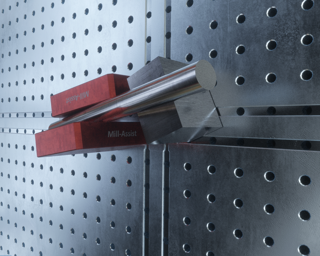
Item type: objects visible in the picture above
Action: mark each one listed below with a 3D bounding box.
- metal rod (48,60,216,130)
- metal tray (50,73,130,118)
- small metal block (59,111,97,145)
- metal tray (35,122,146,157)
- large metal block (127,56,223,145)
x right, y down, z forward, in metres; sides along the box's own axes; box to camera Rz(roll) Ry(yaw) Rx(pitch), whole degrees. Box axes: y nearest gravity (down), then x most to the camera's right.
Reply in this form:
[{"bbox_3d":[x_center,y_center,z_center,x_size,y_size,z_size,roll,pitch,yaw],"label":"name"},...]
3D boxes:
[{"bbox_3d":[-0.060,-0.020,0.359,0.299,0.025,0.025,-13,82,48],"label":"metal rod"},{"bbox_3d":[-0.076,-0.039,0.426,0.130,0.091,0.030,-11,84,39],"label":"metal tray"},{"bbox_3d":[-0.132,0.000,0.498,0.025,0.050,0.050,-11,83,39],"label":"small metal block"},{"bbox_3d":[-0.080,0.014,0.404,0.090,0.131,0.030,-12,83,39],"label":"metal tray"},{"bbox_3d":[0.018,-0.028,0.356,0.050,0.081,0.080,-28,73,36],"label":"large metal block"}]
